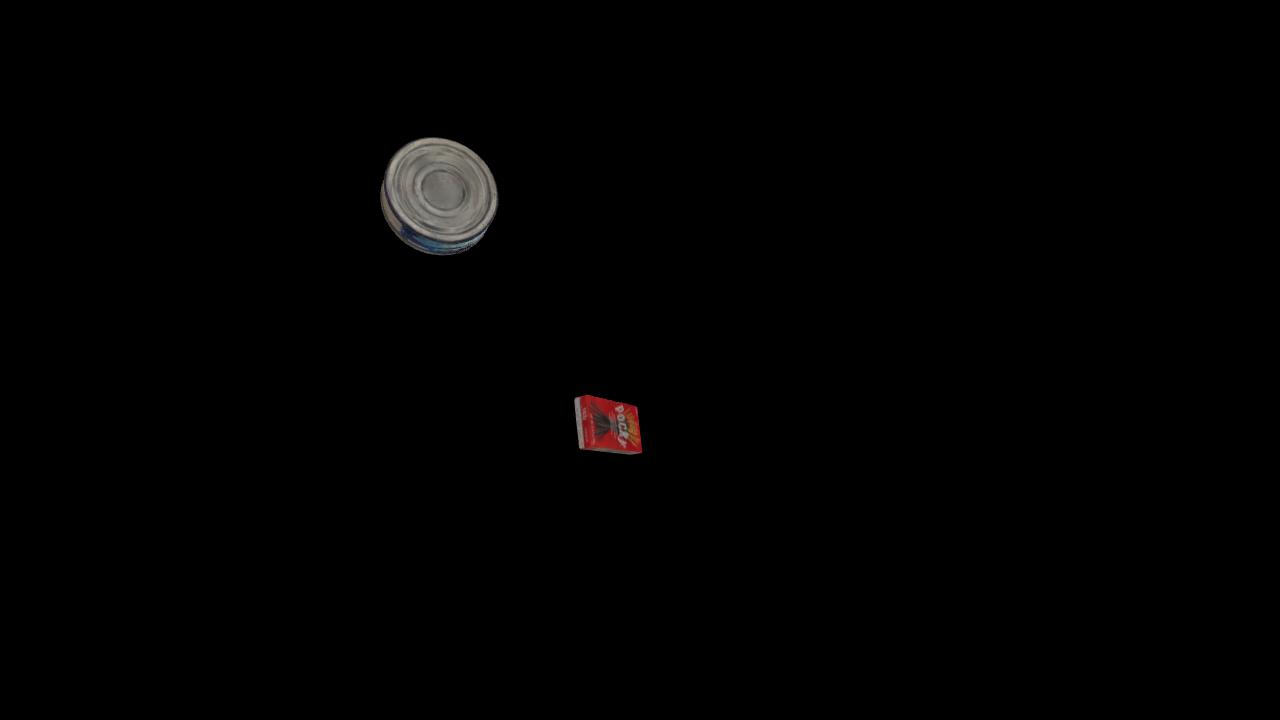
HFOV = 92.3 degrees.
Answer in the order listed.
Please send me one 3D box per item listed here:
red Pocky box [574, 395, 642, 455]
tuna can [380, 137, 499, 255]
[{"bbox_3d":[-0.048,0.106,0.985,0.028,0.083,0.155,-17,-18,27],"label":"red Pocky box"},{"bbox_3d":[-0.152,-0.125,0.471,0.084,0.084,0.034,0,-7,-27],"label":"tuna can"}]
